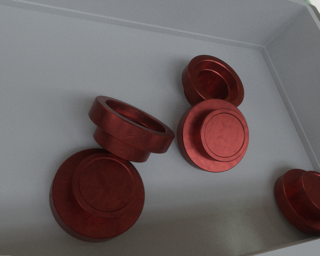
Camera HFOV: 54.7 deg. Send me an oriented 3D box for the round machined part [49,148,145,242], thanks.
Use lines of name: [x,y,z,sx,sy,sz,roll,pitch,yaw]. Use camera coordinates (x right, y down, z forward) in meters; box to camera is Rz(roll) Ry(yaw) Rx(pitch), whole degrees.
round machined part: [-0.061,0.065,0.323,0.099,0.042,0.098,14,56,-21]

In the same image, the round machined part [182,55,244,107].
round machined part: [0.076,-0.061,0.475,0.099,0.042,0.098,14,56,-21]

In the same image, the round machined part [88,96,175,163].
round machined part: [-0.036,0.004,0.353,0.098,0.042,0.098,27,11,-5]

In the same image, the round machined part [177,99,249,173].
round machined part: [0.075,0.010,0.406,0.099,0.042,0.097,1,87,-18]

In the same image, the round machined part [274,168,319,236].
round machined part: [0.220,0.101,0.446,0.099,0.042,0.098,15,48,-17]
